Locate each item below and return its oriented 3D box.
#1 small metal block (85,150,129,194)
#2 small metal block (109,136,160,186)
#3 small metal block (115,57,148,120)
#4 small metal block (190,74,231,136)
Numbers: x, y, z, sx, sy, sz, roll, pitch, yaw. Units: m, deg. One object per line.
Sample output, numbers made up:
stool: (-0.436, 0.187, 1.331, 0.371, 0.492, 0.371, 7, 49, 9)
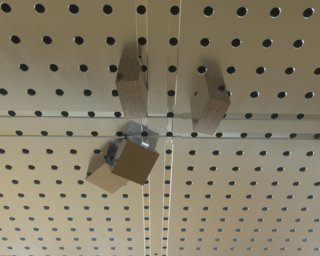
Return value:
small metal block: (-0.076, 0.068, 0.468, 0.050, 0.025, 0.050, 35, 122, -26)
small metal block: (-0.037, 0.046, 0.435, 0.050, 0.025, 0.050, 26, 94, -21)
small metal block: (-0.031, -0.046, 0.356, 0.025, 0.050, 0.050, -6, 130, 5)
small metal block: (0.059, -0.028, 0.372, 0.025, 0.050, 0.050, 13, 129, -11)
